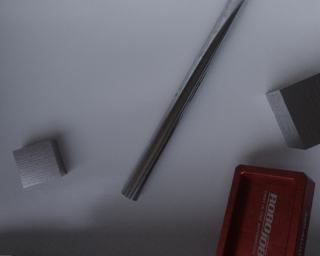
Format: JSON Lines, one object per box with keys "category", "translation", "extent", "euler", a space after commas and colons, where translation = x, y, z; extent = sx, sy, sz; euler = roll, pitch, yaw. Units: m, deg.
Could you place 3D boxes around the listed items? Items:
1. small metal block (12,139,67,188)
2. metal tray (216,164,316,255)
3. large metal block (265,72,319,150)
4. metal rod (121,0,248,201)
{"category": "small metal block", "translation": [-0.158, 0.046, 0.409], "extent": [0.050, 0.025, 0.050], "euler": [-16, 90, -1]}
{"category": "metal tray", "translation": [0.124, 0.114, 0.368], "extent": [0.030, 0.090, 0.130], "euler": [30, 71, -42]}
{"category": "large metal block", "translation": [0.198, -0.026, 0.402], "extent": [0.080, 0.050, 0.080], "euler": [-23, 90, -1]}
{"category": "metal rod", "translation": [0.032, -0.040, 0.411], "extent": [0.025, 0.025, 0.299], "euler": [29, 90, -1]}
